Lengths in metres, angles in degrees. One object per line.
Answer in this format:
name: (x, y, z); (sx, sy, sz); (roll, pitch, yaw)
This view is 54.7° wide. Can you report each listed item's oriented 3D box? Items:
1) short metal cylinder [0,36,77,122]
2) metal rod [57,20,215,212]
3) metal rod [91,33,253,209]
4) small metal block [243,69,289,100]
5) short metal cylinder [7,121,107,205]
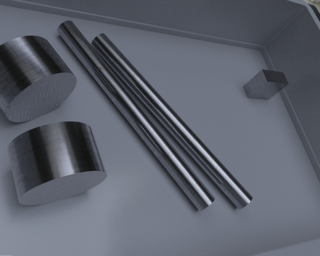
short metal cylinder: (-0.137, -0.050, 0.328); (0.081, 0.080, 0.050); (-32, 80, -38)
metal rod: (-0.035, -0.021, 0.400); (0.025, 0.025, 0.300); (-33, 80, -38)
metal rod: (0.013, -0.013, 0.421); (0.300, 0.025, 0.025); (48, 51, 5)
small metal block: (0.183, -0.074, 0.536); (0.050, 0.050, 0.025); (1, 61, -28)
short metal cylinder: (-0.097, 0.035, 0.297); (0.081, 0.080, 0.050); (-9, 67, -33)
